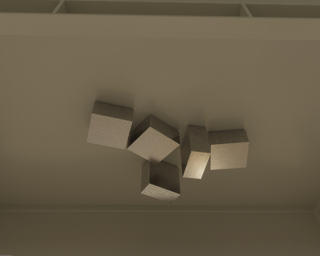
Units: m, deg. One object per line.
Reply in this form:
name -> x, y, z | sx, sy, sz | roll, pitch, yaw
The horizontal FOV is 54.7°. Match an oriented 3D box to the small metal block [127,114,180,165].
small metal block -> -0.009, 0.017, 0.420 | 0.050, 0.025, 0.050 | 31, 123, -24

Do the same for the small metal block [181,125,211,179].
small metal block -> 0.047, 0.032, 0.419 | 0.025, 0.050, 0.050 | 7, 130, -7

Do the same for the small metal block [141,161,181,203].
small metal block -> 0.001, 0.076, 0.455 | 0.050, 0.050, 0.025 | 24, 127, -20

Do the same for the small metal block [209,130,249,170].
small metal block -> 0.095, 0.031, 0.434 | 0.050, 0.025, 0.050 | -4, 130, 3

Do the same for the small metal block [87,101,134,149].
small metal block -> -0.065, -0.003, 0.403 | 0.050, 0.025, 0.050 | 12, 129, -10
